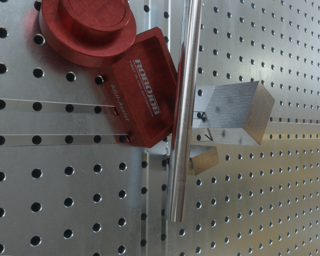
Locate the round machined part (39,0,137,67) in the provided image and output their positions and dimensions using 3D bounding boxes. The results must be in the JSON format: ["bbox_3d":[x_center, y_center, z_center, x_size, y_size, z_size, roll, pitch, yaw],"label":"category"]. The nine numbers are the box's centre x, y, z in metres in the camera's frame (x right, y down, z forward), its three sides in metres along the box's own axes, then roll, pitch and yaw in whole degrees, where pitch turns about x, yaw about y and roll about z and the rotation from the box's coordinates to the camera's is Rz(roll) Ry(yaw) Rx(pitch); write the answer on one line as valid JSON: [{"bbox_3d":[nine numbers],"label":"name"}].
[{"bbox_3d":[-0.069,-0.116,0.318,0.099,0.042,0.098,11,65,-24],"label":"round machined part"}]

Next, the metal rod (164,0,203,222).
[{"bbox_3d":[0.032,-0.034,0.397,0.025,0.025,0.298,9,84,-40],"label":"metal rod"}]

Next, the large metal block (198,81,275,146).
[{"bbox_3d":[0.117,-0.021,0.474,0.050,0.080,0.080,39,66,-34],"label":"large metal block"}]

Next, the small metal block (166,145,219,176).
[{"bbox_3d":[0.046,0.044,0.434,0.050,0.050,0.025,-19,102,-39],"label":"small metal block"}]

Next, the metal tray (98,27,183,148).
[{"bbox_3d":[-0.017,-0.051,0.393,0.091,0.030,0.129,-35,112,-35],"label":"metal tray"}]
